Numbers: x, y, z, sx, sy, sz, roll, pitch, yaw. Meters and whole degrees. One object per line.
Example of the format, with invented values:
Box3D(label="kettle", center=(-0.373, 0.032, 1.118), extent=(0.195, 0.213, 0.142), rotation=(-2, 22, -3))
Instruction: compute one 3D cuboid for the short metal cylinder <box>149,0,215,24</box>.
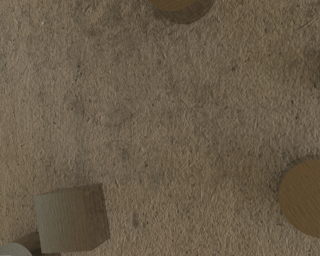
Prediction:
Box3D(label="short metal cylinder", center=(0.026, -0.177, 0.386), extent=(0.080, 0.050, 0.079), rotation=(0, 90, 20))

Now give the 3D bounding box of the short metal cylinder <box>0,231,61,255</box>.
Box3D(label="short metal cylinder", center=(-0.198, 0.203, 0.466), extent=(0.080, 0.050, 0.079), rotation=(0, 90, 20))

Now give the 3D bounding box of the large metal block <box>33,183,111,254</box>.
Box3D(label="large metal block", center=(-0.124, 0.127, 0.439), extent=(0.080, 0.050, 0.080), rotation=(-11, 86, 19))

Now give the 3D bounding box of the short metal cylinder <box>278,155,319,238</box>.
Box3D(label="short metal cylinder", center=(0.171, 0.071, 0.335), extent=(0.080, 0.050, 0.079), rotation=(0, 90, 20))
